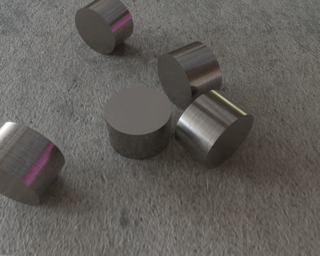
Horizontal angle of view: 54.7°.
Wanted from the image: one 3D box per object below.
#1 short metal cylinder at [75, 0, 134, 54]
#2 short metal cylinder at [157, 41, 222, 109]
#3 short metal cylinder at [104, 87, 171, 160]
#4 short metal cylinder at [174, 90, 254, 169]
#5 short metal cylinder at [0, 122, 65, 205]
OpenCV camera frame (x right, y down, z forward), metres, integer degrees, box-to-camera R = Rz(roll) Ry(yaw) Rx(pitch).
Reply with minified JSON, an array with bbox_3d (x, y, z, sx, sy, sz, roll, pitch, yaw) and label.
[{"bbox_3d":[-0.091,-0.170,0.509,0.080,0.080,0.050,26,55,20],"label":"short metal cylinder"},{"bbox_3d":[0.039,-0.073,0.430,0.050,0.080,0.080,-27,55,-21],"label":"short metal cylinder"},{"bbox_3d":[-0.027,-0.007,0.393,0.081,0.050,0.080,0,50,0],"label":"short metal cylinder"},{"bbox_3d":[0.064,0.002,0.367,0.081,0.080,0.050,-33,58,-25],"label":"short metal cylinder"},{"bbox_3d":[-0.152,0.039,0.332,0.080,0.080,0.050,16,52,12],"label":"short metal cylinder"}]
